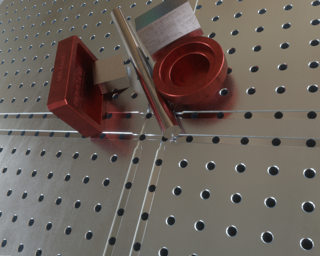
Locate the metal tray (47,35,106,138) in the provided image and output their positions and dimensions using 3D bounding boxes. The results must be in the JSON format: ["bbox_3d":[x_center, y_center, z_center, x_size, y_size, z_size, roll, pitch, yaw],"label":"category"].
[{"bbox_3d":[-0.118,-0.062,0.464,0.030,0.090,0.130,-16,55,19],"label":"metal tray"}]

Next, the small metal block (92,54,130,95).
[{"bbox_3d":[-0.078,-0.085,0.491,0.050,0.025,0.050,-14,56,2],"label":"small metal block"}]

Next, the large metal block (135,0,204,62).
[{"bbox_3d":[0.011,-0.152,0.462,0.080,0.050,0.080,-28,30,10],"label":"large metal block"}]

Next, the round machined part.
[{"bbox_3d":[0.043,-0.073,0.418,0.098,0.042,0.098,-13,57,20],"label":"round machined part"}]

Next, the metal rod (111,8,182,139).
[{"bbox_3d":[-0.032,-0.103,0.486,0.025,0.025,0.300,-30,52,8],"label":"metal rod"}]
